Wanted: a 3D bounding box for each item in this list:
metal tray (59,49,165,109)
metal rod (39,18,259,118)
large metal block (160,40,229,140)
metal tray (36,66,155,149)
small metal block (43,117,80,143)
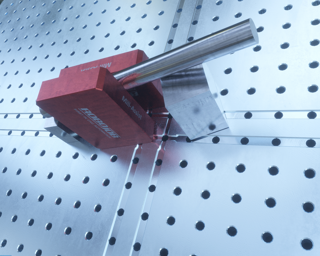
[{"bbox_3d":[-0.064,-0.056,0.432,0.130,0.090,0.030,-8,59,23],"label":"metal tray"},{"bbox_3d":[-0.037,-0.058,0.365,0.300,0.025,0.025,-14,56,31],"label":"metal rod"},{"bbox_3d":[0.040,-0.044,0.377,0.050,0.080,0.080,-20,54,16],"label":"large metal block"},{"bbox_3d":[-0.074,-0.018,0.389,0.090,0.130,0.030,-9,59,23],"label":"metal tray"},{"bbox_3d":[-0.144,-0.012,0.472,0.025,0.050,0.050,-8,58,24],"label":"small metal block"}]
